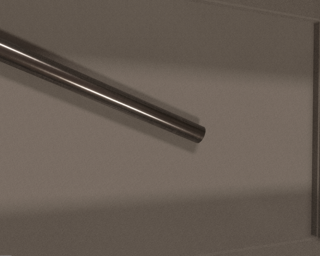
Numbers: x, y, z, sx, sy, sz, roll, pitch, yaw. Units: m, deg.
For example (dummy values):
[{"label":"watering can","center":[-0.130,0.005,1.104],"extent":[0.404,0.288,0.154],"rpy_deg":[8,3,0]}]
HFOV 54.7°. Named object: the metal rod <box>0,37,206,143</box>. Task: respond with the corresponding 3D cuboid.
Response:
[{"label":"metal rod","center":[-0.075,-0.045,0.383],"extent":[0.302,0.025,0.025],"rpy_deg":[23,83,-19]}]
